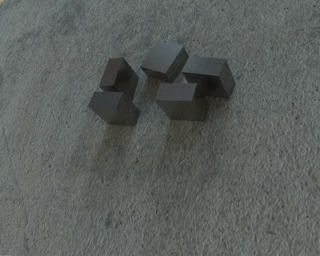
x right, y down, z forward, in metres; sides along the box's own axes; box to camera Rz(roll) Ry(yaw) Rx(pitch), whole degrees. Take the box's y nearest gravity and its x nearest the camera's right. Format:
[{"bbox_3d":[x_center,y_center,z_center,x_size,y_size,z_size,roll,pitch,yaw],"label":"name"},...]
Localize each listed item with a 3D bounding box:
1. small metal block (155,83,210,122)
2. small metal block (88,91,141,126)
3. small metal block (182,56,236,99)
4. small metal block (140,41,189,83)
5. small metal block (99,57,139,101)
[{"bbox_3d":[0.029,-0.032,0.392,0.050,0.050,0.025,4,64,30],"label":"small metal block"},{"bbox_3d":[-0.064,-0.027,0.438,0.050,0.050,0.025,5,65,30],"label":"small metal block"},{"bbox_3d":[0.063,-0.064,0.394,0.050,0.050,0.025,13,69,33],"label":"small metal block"},{"bbox_3d":[0.007,-0.098,0.461,0.050,0.025,0.050,23,74,36],"label":"small metal block"},{"bbox_3d":[-0.059,-0.069,0.461,0.025,0.050,0.050,-1,62,28],"label":"small metal block"}]
